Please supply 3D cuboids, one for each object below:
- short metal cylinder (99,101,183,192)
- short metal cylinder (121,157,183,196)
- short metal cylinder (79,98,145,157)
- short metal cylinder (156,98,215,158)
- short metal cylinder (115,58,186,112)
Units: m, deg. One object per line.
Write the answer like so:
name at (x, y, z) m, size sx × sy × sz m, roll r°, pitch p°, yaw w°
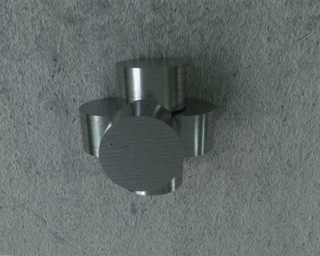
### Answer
short metal cylinder at (-0.018, 0.017, 0.318) m, size 0.081 × 0.050 × 0.079 m, roll 0°, pitch 110°, yaw -1°
short metal cylinder at (-0.010, 0.043, 0.397) m, size 0.081 × 0.080 × 0.050 m, roll 0°, pitch 110°, yaw -1°
short metal cylinder at (-0.055, -0.003, 0.380) m, size 0.081 × 0.080 × 0.050 m, roll -1°, pitch 110°, yaw 0°
short metal cylinder at (0.026, -0.004, 0.381) m, size 0.081 × 0.080 × 0.050 m, roll 0°, pitch 110°, yaw 0°
short metal cylinder at (-0.010, -0.052, 0.362) m, size 0.081 × 0.080 × 0.050 m, roll -2°, pitch 110°, yaw 0°
